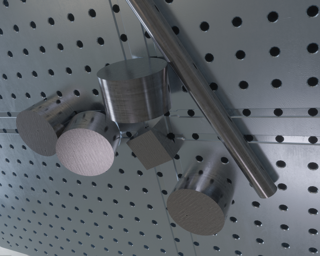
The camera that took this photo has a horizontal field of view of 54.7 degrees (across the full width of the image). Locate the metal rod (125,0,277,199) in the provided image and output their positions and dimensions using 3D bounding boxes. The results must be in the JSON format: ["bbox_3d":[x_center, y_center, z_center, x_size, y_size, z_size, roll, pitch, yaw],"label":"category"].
[{"bbox_3d":[0.050,-0.039,0.360,0.025,0.025,0.299,-27,104,37],"label":"metal rod"}]

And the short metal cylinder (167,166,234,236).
[{"bbox_3d":[0.056,0.100,0.428,0.080,0.050,0.079,13,124,21],"label":"short metal cylinder"}]

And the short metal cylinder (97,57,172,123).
[{"bbox_3d":[-0.028,-0.046,0.362,0.080,0.080,0.050,6,121,25],"label":"short metal cylinder"}]

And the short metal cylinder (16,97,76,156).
[{"bbox_3d":[-0.175,-0.003,0.486,0.080,0.050,0.079,13,124,21],"label":"short metal cylinder"}]

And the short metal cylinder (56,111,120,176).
[{"bbox_3d":[-0.101,0.022,0.446,0.080,0.050,0.079,2,120,3],"label":"short metal cylinder"}]

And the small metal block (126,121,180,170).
[{"bbox_3d":[-0.010,0.025,0.432,0.050,0.025,0.050,-27,104,37],"label":"small metal block"}]
